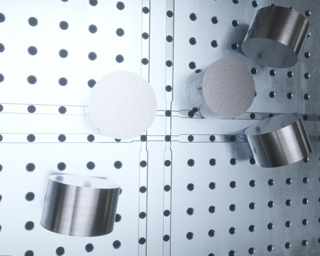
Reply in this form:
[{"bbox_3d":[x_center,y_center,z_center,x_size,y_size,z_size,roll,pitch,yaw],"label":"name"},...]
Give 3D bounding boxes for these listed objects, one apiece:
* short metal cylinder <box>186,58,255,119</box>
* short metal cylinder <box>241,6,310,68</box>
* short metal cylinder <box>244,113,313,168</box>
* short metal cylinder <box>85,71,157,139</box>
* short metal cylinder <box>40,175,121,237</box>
[{"bbox_3d":[0.083,-0.053,0.430,0.081,0.050,0.079,0,90,-20],"label":"short metal cylinder"},{"bbox_3d":[0.164,-0.128,0.444,0.080,0.080,0.050,26,81,-18],"label":"short metal cylinder"},{"bbox_3d":[0.169,0.017,0.446,0.081,0.080,0.050,-25,99,-18],"label":"short metal cylinder"},{"bbox_3d":[-0.049,-0.027,0.381,0.081,0.050,0.079,0,90,-20],"label":"short metal cylinder"},{"bbox_3d":[-0.089,0.085,0.351,0.081,0.080,0.050,10,87,-20],"label":"short metal cylinder"}]
